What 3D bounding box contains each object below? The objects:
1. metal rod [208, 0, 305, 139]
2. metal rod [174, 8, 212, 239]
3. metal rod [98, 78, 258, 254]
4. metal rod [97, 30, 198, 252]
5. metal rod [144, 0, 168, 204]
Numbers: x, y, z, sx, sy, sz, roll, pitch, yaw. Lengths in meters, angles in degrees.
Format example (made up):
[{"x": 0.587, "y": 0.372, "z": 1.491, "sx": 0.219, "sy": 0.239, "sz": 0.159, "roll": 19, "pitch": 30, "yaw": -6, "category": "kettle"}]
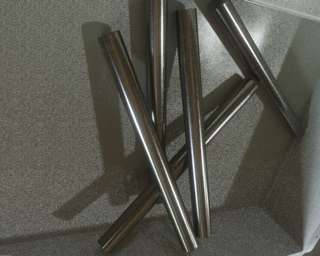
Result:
[{"x": 0.154, "y": -0.068, "z": 0.449, "sx": 0.025, "sy": 0.025, "sz": 0.301, "roll": -46, "pitch": 129, "yaw": 4, "category": "metal rod"}, {"x": 0.044, "y": 0.009, "z": 0.391, "sx": 0.025, "sy": 0.025, "sz": 0.298, "roll": -14, "pitch": 110, "yaw": -21, "category": "metal rod"}, {"x": 0.029, "y": 0.047, "z": 0.425, "sx": 0.300, "sy": 0.025, "sz": 0.025, "roll": -47, "pitch": 130, "yaw": -6, "category": "metal rod"}, {"x": -0.006, "y": 0.033, "z": 0.376, "sx": 0.025, "sy": 0.025, "sz": 0.298, "roll": -25, "pitch": 113, "yaw": -13, "category": "metal rod"}, {"x": -0.004, "y": -0.020, "z": 0.394, "sx": 0.025, "sy": 0.025, "sz": 0.298, "roll": -14, "pitch": 124, "yaw": -21, "category": "metal rod"}]
